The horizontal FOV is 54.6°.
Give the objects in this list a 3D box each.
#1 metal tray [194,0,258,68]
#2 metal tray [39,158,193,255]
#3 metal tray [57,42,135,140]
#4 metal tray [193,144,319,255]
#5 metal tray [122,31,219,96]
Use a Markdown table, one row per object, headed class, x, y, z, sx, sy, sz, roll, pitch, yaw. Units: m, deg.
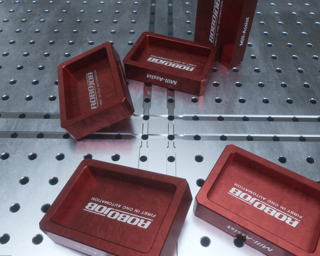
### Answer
| class | x | y | z | sx | sy | sz | roll | pitch | yaw |
| --- | --- | --- | --- | --- | --- | --- | --- | --- | --- |
| metal tray | 0.098 | -0.170 | 0.483 | 0.030 | 0.129 | 0.090 | -30 | 56 | -23 |
| metal tray | -0.043 | 0.084 | 0.314 | 0.130 | 0.030 | 0.090 | 8 | 49 | 24 |
| metal tray | -0.093 | -0.056 | 0.432 | 0.090 | 0.030 | 0.130 | -23 | 51 | 6 |
| metal tray | 0.114 | 0.082 | 0.336 | 0.130 | 0.030 | 0.090 | 25 | 54 | 20 |
| metal tray | 0.018 | -0.105 | 0.493 | 0.130 | 0.030 | 0.090 | 16 | 52 | 13 |
